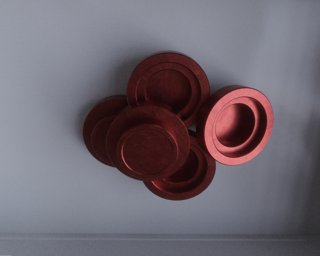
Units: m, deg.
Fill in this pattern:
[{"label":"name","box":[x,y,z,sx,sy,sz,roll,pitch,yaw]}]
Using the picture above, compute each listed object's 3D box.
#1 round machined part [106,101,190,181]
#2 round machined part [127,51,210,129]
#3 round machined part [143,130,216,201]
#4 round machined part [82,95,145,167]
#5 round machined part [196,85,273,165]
[{"label":"round machined part","box":[-0.014,0.020,0.361,0.099,0.042,0.097,0,110,-1]},{"label":"round machined part","box":[0.010,-0.046,0.384,0.099,0.042,0.097,0,110,-1]},{"label":"round machined part","box":[0.023,0.045,0.417,0.099,0.042,0.097,0,110,-1]},{"label":"round machined part","box":[-0.051,0.009,0.401,0.099,0.042,0.097,0,110,-1]},{"label":"round machined part","box":[0.088,-0.006,0.388,0.099,0.042,0.097,-7,109,-20]}]
